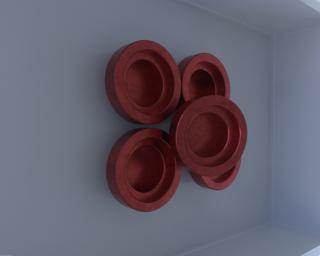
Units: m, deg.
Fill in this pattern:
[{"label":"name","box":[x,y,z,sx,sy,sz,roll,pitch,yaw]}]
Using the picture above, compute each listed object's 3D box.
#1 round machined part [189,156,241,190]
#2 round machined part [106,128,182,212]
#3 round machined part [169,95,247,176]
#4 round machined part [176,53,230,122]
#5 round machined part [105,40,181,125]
[{"label":"round machined part","box":[0.074,0.040,0.458,0.099,0.042,0.097,0,90,-40]},{"label":"round machined part","box":[-0.023,0.048,0.376,0.099,0.042,0.097,0,90,-40]},{"label":"round machined part","box":[0.056,0.008,0.387,0.099,0.042,0.097,-2,96,-22]},{"label":"round machined part","box":[0.053,-0.054,0.440,0.099,0.042,0.097,0,90,-40]},{"label":"round machined part","box":[-0.024,-0.053,0.375,0.099,0.042,0.097,0,90,-40]}]
